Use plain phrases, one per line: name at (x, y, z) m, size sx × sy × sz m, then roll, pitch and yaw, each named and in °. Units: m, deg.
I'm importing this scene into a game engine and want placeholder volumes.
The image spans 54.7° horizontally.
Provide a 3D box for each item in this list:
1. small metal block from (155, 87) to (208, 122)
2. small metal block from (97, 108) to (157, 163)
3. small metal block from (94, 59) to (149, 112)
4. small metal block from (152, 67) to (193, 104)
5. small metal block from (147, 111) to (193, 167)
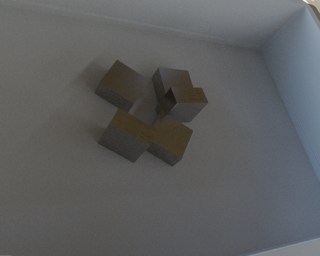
small metal block at (0.029, -0.031, 0.425) m, size 0.050 × 0.050 × 0.025 m, roll -3°, pitch 61°, yaw -30°
small metal block at (-0.039, 0.010, 0.364) m, size 0.050 × 0.050 × 0.025 m, roll 30°, pitch 52°, yaw -10°
small metal block at (-0.051, -0.056, 0.414) m, size 0.050 × 0.025 × 0.050 m, roll 32°, pitch 51°, yaw -8°
small metal block at (0.020, -0.059, 0.454) m, size 0.050 × 0.025 × 0.050 m, roll 1°, pitch 62°, yaw -28°
small metal block at (0.009, 0.014, 0.404) m, size 0.050 × 0.025 × 0.050 m, roll 33°, pitch 52°, yaw -8°
